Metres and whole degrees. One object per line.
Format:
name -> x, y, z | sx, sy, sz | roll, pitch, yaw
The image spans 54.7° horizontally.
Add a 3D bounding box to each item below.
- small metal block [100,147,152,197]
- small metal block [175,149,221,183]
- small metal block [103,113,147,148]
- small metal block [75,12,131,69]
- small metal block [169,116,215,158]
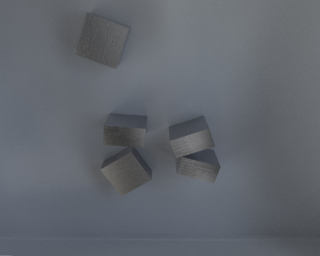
small metal block -> -0.046, 0.059, 0.433 | 0.050, 0.025, 0.050 | -30, 108, 10
small metal block -> 0.049, 0.045, 0.415 | 0.050, 0.050, 0.025 | 15, 110, -6
small metal block -> -0.043, 0.002, 0.398 | 0.050, 0.050, 0.025 | 4, 110, -2
small metal block -> -0.068, -0.105, 0.372 | 0.050, 0.025, 0.050 | 19, 109, -7
small metal block -> 0.040, 0.011, 0.402 | 0.050, 0.050, 0.025 | -18, 109, 6
